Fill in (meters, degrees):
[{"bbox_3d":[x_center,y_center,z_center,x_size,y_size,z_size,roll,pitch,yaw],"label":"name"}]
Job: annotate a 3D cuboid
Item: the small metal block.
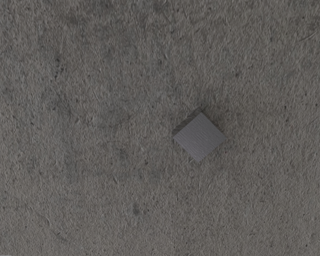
[{"bbox_3d":[0.052,0.009,0.413,0.050,0.025,0.050,-42,105,14],"label":"small metal block"}]
